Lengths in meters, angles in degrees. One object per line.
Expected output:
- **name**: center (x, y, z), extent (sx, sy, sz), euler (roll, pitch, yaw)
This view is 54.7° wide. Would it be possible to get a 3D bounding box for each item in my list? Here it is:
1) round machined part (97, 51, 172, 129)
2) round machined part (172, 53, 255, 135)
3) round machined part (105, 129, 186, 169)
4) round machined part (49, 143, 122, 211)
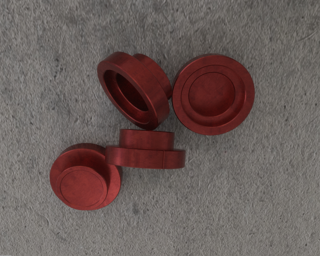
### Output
- **round machined part**: center (-0.025, -0.048, 0.363), extent (0.042, 0.098, 0.098), euler (-43, 108, -23)
- **round machined part**: center (0.063, -0.043, 0.384), extent (0.099, 0.042, 0.097), euler (-1, 110, -1)
- **round machined part**: center (-0.017, 0.024, 0.383), extent (0.099, 0.098, 0.042), euler (4, 88, -2)
- **round machined part**: center (-0.103, 0.073, 0.427), extent (0.099, 0.042, 0.097), euler (0, 110, 0)
